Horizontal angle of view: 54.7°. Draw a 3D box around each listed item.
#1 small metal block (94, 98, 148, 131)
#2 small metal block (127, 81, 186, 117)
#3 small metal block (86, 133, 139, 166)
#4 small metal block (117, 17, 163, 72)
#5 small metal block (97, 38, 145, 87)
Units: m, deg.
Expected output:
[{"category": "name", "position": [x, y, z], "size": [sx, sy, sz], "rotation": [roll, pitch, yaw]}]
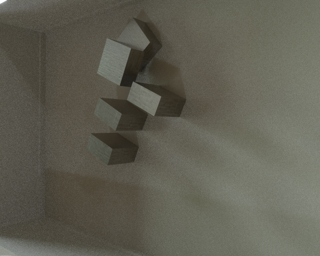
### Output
[{"category": "small metal block", "position": [-0.054, -0.019, 0.433], "size": [0.050, 0.050, 0.025], "rotation": [35, 111, 34]}, {"category": "small metal block", "position": [-0.004, -0.036, 0.392], "size": [0.050, 0.050, 0.025], "rotation": [32, 110, 35]}, {"category": "small metal block", "position": [-0.068, 0.029, 0.444], "size": [0.050, 0.050, 0.025], "rotation": [30, 109, 36]}, {"category": "small metal block", "position": [-0.032, -0.115, 0.431], "size": [0.050, 0.025, 0.050], "rotation": [-45, 63, 30]}, {"category": "small metal block", "position": [-0.053, -0.088, 0.416], "size": [0.050, 0.025, 0.050], "rotation": [31, 110, 35]}]
